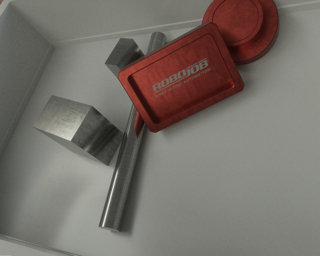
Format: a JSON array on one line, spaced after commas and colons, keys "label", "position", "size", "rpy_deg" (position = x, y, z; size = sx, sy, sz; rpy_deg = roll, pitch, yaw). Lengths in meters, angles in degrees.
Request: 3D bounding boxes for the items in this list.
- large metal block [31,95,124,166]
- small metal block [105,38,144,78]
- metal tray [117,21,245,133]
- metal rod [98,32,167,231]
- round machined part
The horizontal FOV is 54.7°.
[{"label": "large metal block", "position": [-0.109, 0.004, 0.424], "size": [0.080, 0.080, 0.050], "rpy_deg": [15, 70, 34]}, {"label": "small metal block", "position": [-0.051, -0.102, 0.477], "size": [0.025, 0.050, 0.050], "rpy_deg": [15, 70, 34]}, {"label": "metal tray", "position": [0.026, -0.061, 0.386], "size": [0.130, 0.090, 0.030], "rpy_deg": [-26, 19, 11]}, {"label": "metal rod", "position": [-0.031, -0.013, 0.428], "size": [0.025, 0.025, 0.300], "rpy_deg": [-2, 61, 27]}, {"label": "round machined part", "position": [0.100, -0.133, 0.398], "size": [0.098, 0.042, 0.097], "rpy_deg": [0, 89, 24]}]
